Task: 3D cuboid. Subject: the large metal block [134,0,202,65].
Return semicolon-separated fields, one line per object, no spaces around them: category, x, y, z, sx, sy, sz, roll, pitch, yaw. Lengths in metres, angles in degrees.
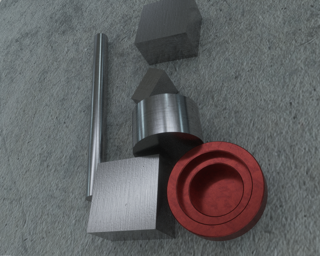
large metal block;0.015;-0.149;0.470;0.080;0.050;0.080;-5;60;25

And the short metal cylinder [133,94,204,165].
short metal cylinder;0.008;0.004;0.361;0.080;0.080;0.050;-17;55;18

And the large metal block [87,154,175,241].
large metal block;-0.029;0.081;0.352;0.080;0.050;0.080;-11;57;22

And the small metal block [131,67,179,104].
small metal block;-0.005;-0.045;0.417;0.025;0.050;0.050;17;71;34

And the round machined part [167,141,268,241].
round machined part;0.060;0.066;0.320;0.098;0.042;0.098;-13;56;20

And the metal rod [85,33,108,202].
metal rod;-0.093;-0.036;0.472;0.025;0.025;0.299;-18;55;18
